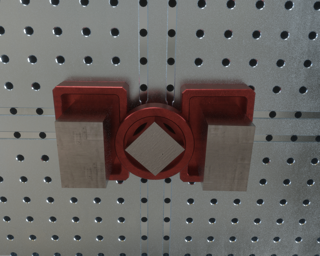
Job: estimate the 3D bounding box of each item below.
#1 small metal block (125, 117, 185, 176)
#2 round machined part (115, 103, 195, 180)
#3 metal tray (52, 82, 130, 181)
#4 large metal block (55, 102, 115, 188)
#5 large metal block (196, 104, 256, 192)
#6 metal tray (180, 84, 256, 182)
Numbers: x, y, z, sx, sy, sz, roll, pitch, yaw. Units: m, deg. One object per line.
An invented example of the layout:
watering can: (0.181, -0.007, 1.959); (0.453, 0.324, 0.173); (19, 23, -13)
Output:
small metal block: (-0.006, 0.021, 0.378); (0.050, 0.025, 0.050); (43, 104, -14)
round machined part: (-0.007, 0.014, 0.400); (0.099, 0.042, 0.097); (0, 110, 0)
metal tray: (-0.086, 0.005, 0.411); (0.091, 0.030, 0.129); (1, 110, -1)
large metal block: (-0.086, 0.017, 0.375); (0.050, 0.080, 0.079); (1, 110, 0)
large metal block: (0.075, 0.021, 0.378); (0.050, 0.080, 0.079); (1, 110, -1)
metal tray: (0.072, 0.008, 0.413); (0.091, 0.030, 0.129); (0, 110, 0)
